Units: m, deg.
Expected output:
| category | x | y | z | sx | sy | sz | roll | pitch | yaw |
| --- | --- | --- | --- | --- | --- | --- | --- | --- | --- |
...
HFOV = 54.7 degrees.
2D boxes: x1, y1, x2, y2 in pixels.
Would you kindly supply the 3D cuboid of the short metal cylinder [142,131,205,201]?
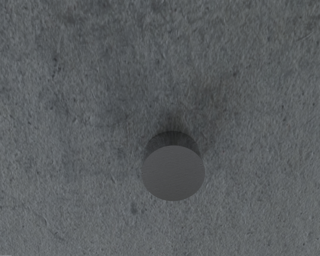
| category | x | y | z | sx | sy | sz | roll | pitch | yaw |
| --- | --- | --- | --- | --- | --- | --- | --- | --- | --- |
| short metal cylinder | 0.017 | 0.050 | 0.415 | 0.081 | 0.050 | 0.079 | 0 | 110 | -1 |
